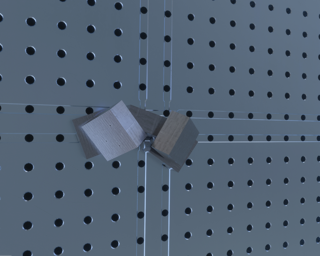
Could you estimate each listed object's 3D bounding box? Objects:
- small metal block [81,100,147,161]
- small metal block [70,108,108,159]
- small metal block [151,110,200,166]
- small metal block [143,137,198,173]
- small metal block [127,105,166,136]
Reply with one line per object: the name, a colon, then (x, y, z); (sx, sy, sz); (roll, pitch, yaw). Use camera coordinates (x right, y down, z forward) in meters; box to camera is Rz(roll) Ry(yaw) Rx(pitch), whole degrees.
small metal block: (-0.052, 0.004, 0.351); (0.050, 0.050, 0.025); (55, 35, -12)
small metal block: (-0.077, 0.006, 0.385); (0.050, 0.025, 0.050); (-21, 97, -19)
small metal block: (0.020, 0.014, 0.380); (0.050, 0.025, 0.050); (-60, 152, -11)
small metal block: (0.015, 0.024, 0.419); (0.050, 0.025, 0.050); (37, 78, -17)
small metal block: (-0.024, -0.008, 0.391); (0.050, 0.050, 0.025); (20, 84, -19)
